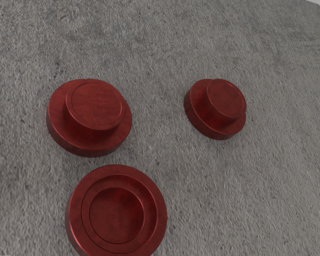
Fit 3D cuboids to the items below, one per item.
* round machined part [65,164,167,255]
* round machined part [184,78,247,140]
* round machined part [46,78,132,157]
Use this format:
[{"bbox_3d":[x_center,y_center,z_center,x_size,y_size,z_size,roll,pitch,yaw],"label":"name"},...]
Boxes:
[{"bbox_3d":[-0.046,0.090,0.313,0.099,0.042,0.098,14,56,-21],"label":"round machined part"},{"bbox_3d":[0.089,-0.034,0.461,0.099,0.042,0.098,14,56,-21],"label":"round machined part"},{"bbox_3d":[-0.078,-0.018,0.362,0.099,0.042,0.098,14,56,-21],"label":"round machined part"}]
